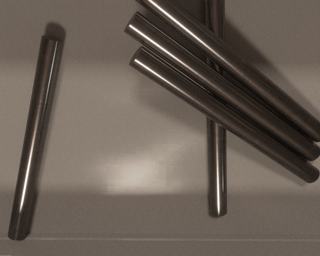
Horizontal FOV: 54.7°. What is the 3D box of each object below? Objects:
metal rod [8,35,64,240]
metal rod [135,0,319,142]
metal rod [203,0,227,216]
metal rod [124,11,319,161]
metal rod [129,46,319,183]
[{"bbox_3d":[-0.172,0.027,0.418,0.025,0.025,0.298,16,109,-6],"label":"metal rod"},{"bbox_3d":[0.097,-0.067,0.365,0.301,0.025,0.025,32,107,-21],"label":"metal rod"},{"bbox_3d":[0.074,-0.016,0.406,0.025,0.025,0.298,-5,110,1],"label":"metal rod"},{"bbox_3d":[0.090,-0.038,0.374,0.301,0.025,0.025,31,107,-21],"label":"metal rod"},{"bbox_3d":[0.094,-0.006,0.386,0.301,0.025,0.025,31,107,-21],"label":"metal rod"}]
